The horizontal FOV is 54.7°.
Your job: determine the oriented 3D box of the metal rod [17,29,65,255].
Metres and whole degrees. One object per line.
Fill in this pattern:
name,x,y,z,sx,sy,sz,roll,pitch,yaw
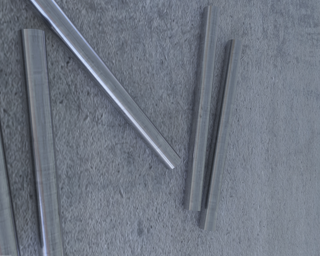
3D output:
metal rod,-0.114,0.056,0.308,0.025,0.025,0.298,-7,95,-40

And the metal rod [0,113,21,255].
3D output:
metal rod,-0.156,-0.020,0.273,0.025,0.025,0.298,-10,97,-40

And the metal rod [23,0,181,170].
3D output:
metal rod,-0.065,-0.058,0.349,0.300,0.025,0.025,52,60,-28

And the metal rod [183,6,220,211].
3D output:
metal rod,0.062,-0.032,0.456,0.025,0.025,0.298,11,83,-40

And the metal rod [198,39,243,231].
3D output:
metal rod,0.096,0.006,0.484,0.025,0.025,0.299,17,79,-39
